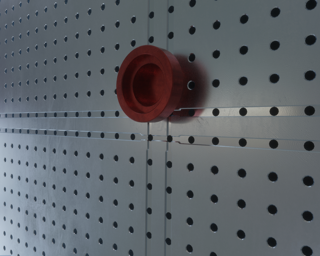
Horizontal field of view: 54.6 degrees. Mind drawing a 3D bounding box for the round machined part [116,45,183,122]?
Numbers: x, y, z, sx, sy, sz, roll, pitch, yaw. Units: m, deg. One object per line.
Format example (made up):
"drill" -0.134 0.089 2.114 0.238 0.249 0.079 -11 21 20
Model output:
"round machined part" -0.009 -0.056 0.407 0.098 0.042 0.097 0 90 40
